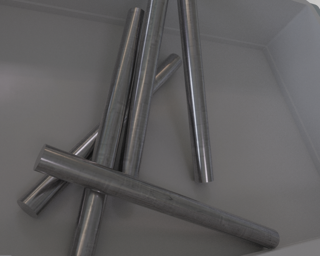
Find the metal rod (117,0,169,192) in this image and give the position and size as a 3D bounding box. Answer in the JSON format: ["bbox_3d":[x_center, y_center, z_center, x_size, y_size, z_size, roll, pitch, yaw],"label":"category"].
[{"bbox_3d":[-0.016,-0.072,0.368,0.025,0.025,0.299,13,79,-21],"label":"metal rod"}]

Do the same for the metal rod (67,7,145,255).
[{"bbox_3d":[-0.052,-0.012,0.347,0.025,0.025,0.299,17,66,-18],"label":"metal rod"}]

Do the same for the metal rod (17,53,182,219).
[{"bbox_3d":[-0.051,-0.014,0.386,0.025,0.025,0.301,40,51,-1],"label":"metal rod"}]

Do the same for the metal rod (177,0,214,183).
[{"bbox_3d":[0.043,-0.081,0.401,0.025,0.025,0.298,-5,88,-30],"label":"metal rod"}]

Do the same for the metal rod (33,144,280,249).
[{"bbox_3d":[0.019,0.084,0.333,0.302,0.025,0.025,25,52,-25],"label":"metal rod"}]
